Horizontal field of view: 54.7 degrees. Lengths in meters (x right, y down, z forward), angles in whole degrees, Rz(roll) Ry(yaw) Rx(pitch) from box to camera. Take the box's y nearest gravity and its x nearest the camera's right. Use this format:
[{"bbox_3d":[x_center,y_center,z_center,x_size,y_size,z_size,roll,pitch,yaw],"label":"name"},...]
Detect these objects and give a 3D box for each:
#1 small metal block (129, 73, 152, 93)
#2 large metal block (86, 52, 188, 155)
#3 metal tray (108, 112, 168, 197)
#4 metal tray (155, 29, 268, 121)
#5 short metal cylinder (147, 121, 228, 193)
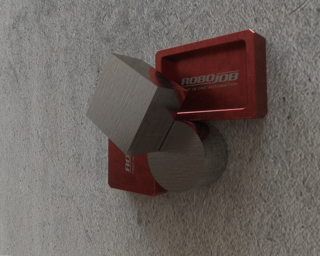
[{"bbox_3d":[-0.023,-0.055,0.409,0.050,0.050,0.025,1,91,40],"label":"small metal block"},{"bbox_3d":[-0.028,-0.027,0.346,0.080,0.050,0.079,40,114,32],"label":"large metal block"},{"bbox_3d":[-0.031,0.022,0.430,0.090,0.030,0.129,1,91,40],"label":"metal tray"},{"bbox_3d":[0.054,-0.054,0.359,0.130,0.030,0.089,-2,89,40],"label":"metal tray"},{"bbox_3d":[0.032,0.032,0.363,0.080,0.050,0.080,0,90,40],"label":"short metal cylinder"}]
